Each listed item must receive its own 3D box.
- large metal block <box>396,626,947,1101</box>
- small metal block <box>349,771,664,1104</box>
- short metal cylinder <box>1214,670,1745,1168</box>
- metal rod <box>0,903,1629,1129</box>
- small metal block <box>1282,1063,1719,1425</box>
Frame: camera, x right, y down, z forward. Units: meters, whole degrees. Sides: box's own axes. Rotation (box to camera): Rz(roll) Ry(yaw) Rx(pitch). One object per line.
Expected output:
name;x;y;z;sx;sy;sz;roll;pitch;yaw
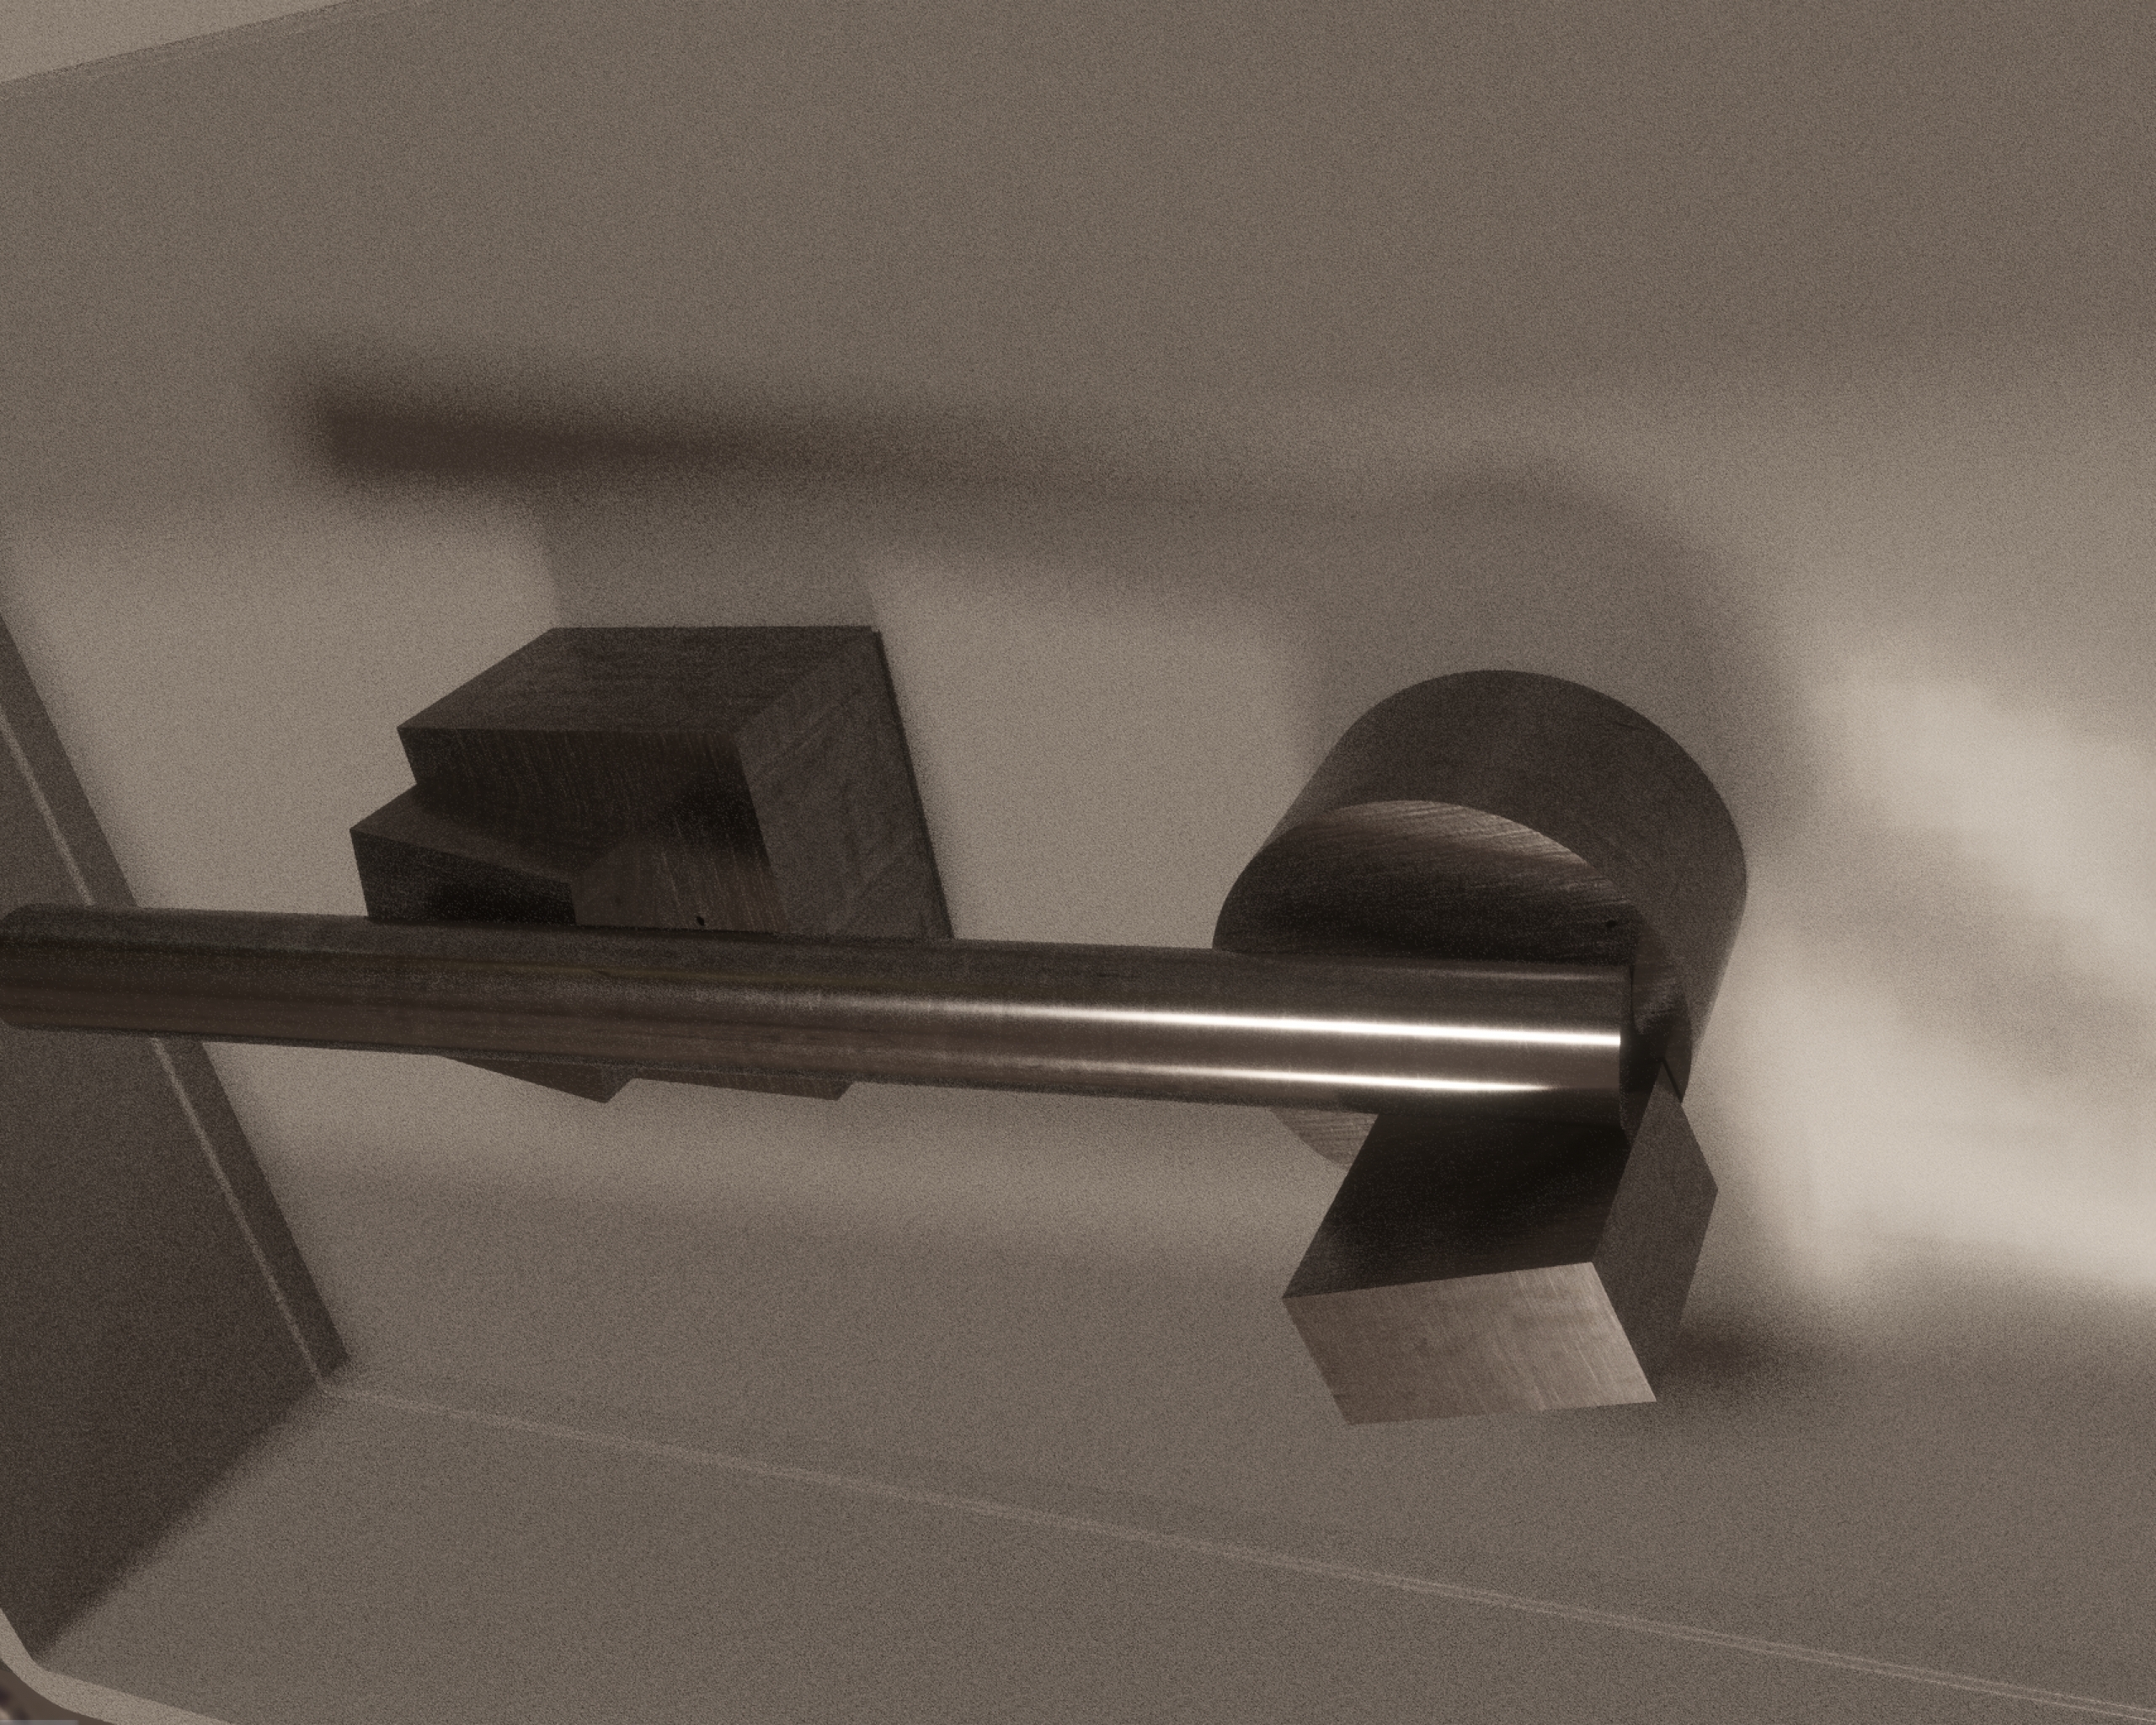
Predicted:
large metal block;-0.080;-0.002;0.428;0.080;0.050;0.079;3;120;26
small metal block;-0.109;0.014;0.406;0.050;0.025;0.050;12;123;21
short metal cylinder;0.070;0.013;0.361;0.080;0.050;0.079;13;124;20
metal rod;-0.061;0.024;0.361;0.301;0.025;0.025;1;119;18
small metal block;0.067;0.059;0.325;0.050;0.050;0.025;-15;111;34
